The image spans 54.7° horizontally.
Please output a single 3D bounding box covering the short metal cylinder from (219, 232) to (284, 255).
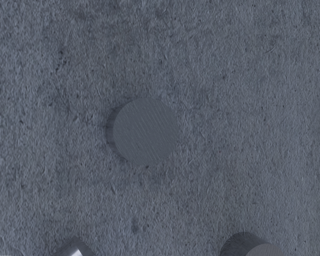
[{"bbox_3d":[0.132,0.197,0.445,0.081,0.050,0.080,0,90,-20],"label":"short metal cylinder"}]

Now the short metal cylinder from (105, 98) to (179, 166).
[{"bbox_3d":[-0.024,0.004,0.387,0.081,0.050,0.080,0,90,-20],"label":"short metal cylinder"}]

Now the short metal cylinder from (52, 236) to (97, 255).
[{"bbox_3d":[-0.091,0.170,0.346,0.050,0.080,0.080,-40,103,-15],"label":"short metal cylinder"}]
